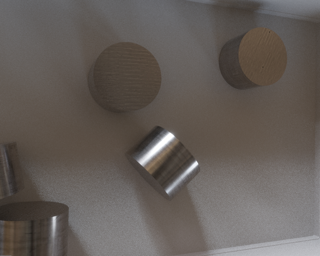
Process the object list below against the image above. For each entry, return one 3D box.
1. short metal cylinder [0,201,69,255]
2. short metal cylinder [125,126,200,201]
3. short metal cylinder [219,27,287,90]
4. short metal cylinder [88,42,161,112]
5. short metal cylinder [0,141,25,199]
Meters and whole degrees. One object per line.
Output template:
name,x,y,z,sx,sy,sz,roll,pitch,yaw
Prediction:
short metal cylinder,-0.140,0.112,0.330,0.081,0.080,0.050,2,90,-20
short metal cylinder,0.003,0.043,0.382,0.050,0.080,0.080,-43,104,-15
short metal cylinder,0.133,-0.098,0.446,0.081,0.050,0.080,0,90,-20
short metal cylinder,-0.045,-0.059,0.381,0.081,0.050,0.080,0,90,-20
short metal cylinder,-0.185,0.045,0.313,0.081,0.080,0.050,-10,94,-20
